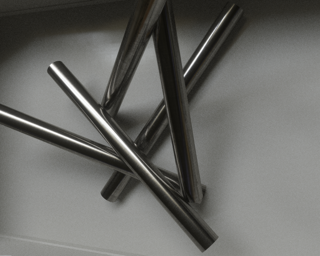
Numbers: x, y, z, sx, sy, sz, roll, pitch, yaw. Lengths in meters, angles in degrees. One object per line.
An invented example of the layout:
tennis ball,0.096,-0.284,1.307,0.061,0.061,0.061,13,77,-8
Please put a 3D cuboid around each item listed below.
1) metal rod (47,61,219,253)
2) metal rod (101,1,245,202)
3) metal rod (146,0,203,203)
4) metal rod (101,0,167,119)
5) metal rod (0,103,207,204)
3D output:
metal rod,-0.044,0.023,0.380,0.300,0.025,0.025,47,104,16
metal rod,0.010,-0.026,0.406,0.025,0.025,0.299,37,101,16
metal rod,0.012,-0.058,0.325,0.025,0.025,0.298,-5,108,19
metal rod,-0.027,-0.085,0.318,0.025,0.025,0.298,53,147,12
metal rod,-0.086,0.030,0.399,0.301,0.025,0.025,21,97,3
